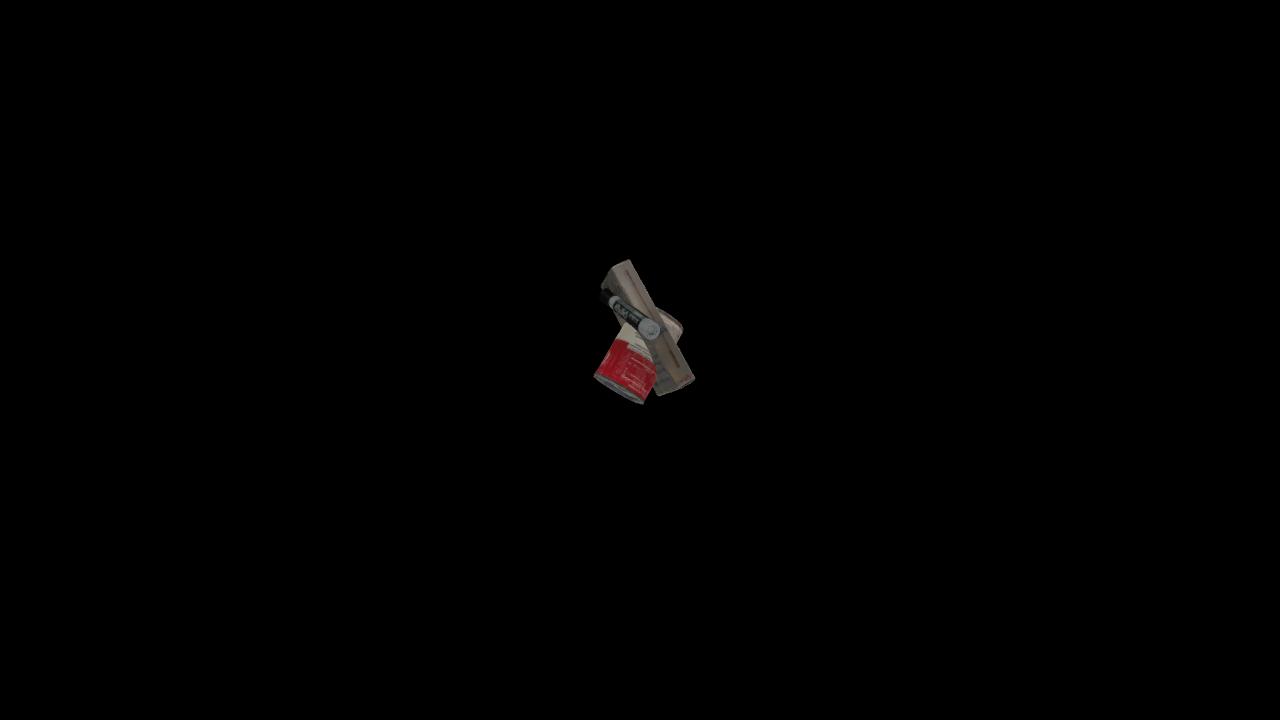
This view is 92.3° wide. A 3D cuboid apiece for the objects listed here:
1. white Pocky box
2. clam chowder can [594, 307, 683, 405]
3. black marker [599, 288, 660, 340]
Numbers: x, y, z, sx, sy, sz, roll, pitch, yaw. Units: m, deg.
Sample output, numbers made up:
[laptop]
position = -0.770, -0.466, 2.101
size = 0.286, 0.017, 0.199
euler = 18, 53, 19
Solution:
[white Pocky box]
position = 0.005, -0.034, 0.711
size = 0.028, 0.154, 0.084
euler = -28, -1, -16
[clam chowder can]
position = -0.001, -0.008, 0.721
size = 0.068, 0.102, 0.068
euler = 29, -9, 5
[black marker]
position = -0.015, -0.054, 0.680
size = 0.020, 0.020, 0.121
euler = 0, 24, -30
